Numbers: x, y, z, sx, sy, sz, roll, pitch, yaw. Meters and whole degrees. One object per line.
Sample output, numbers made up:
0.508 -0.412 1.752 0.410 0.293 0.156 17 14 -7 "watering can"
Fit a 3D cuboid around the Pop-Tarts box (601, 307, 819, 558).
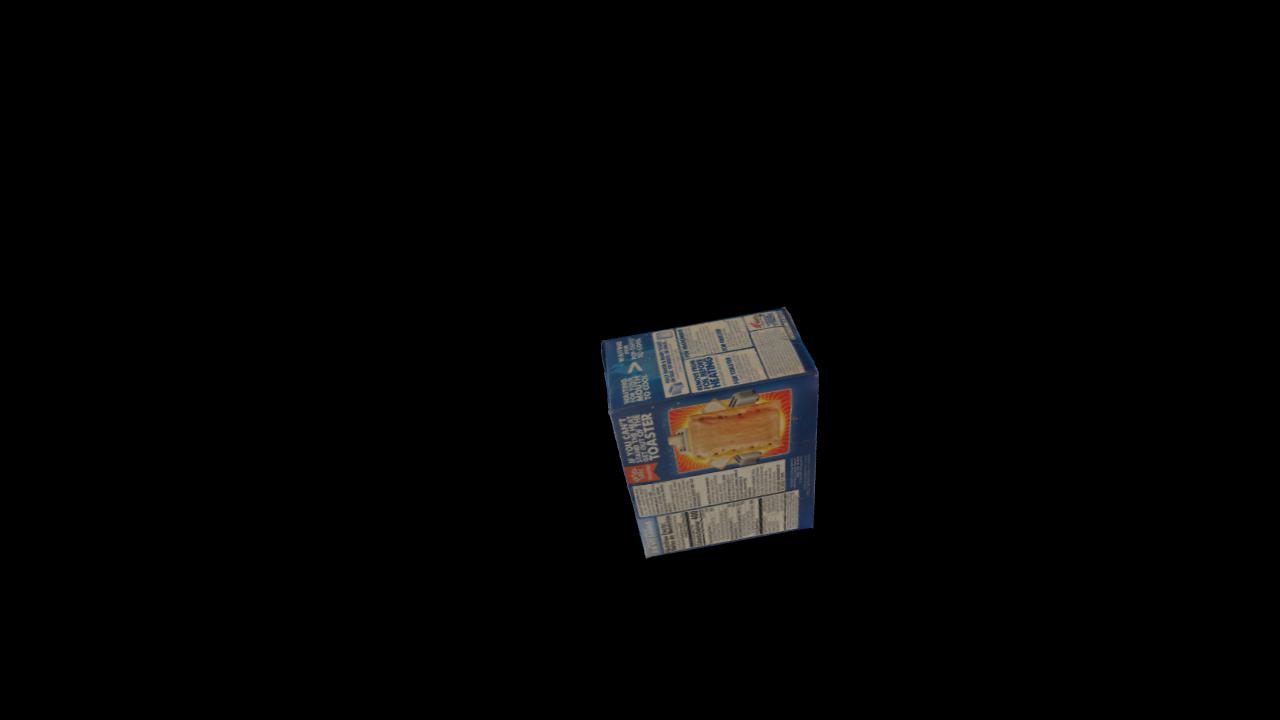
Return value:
0.056 0.060 0.474 0.141 0.167 0.083 -11 38 0 "Pop-Tarts box"
